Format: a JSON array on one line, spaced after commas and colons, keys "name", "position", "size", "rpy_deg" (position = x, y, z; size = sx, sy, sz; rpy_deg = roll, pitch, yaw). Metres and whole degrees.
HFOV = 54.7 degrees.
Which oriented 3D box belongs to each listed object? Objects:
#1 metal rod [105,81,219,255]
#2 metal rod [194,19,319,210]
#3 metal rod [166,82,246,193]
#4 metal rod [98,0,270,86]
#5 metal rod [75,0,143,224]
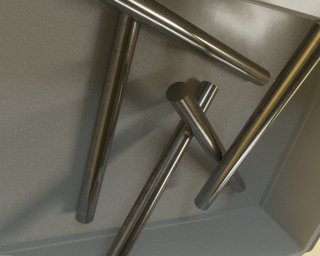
[{"name": "metal rod", "position": [-0.006, 0.073, 0.388], "size": [0.025, 0.025, 0.300], "rpy_deg": [37, 78, -39]}, {"name": "metal rod", "position": [0.110, 0.011, 0.382], "size": [0.025, 0.025, 0.298], "rpy_deg": [-2, 136, -27]}, {"name": "metal rod", "position": [0.079, 0.033, 0.432], "size": [0.025, 0.025, 0.300], "rpy_deg": [-41, 142, 0]}, {"name": "metal rod", "position": [0.037, -0.100, 0.344], "size": [0.302, 0.025, 0.025], "rpy_deg": [14, 111, -42]}, {"name": "metal rod", "position": [-0.064, -0.007, 0.368], "size": [0.025, 0.025, 0.298], "rpy_deg": [3, 117, -30]}]
